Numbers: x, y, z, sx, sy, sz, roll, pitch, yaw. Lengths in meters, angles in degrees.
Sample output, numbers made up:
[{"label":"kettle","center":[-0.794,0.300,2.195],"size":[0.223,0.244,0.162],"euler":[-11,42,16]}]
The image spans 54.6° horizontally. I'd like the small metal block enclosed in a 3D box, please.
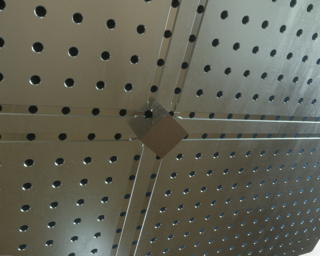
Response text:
[{"label":"small metal block","center":[0.001,0.006,0.415],"size":[0.050,0.025,0.050],"euler":[-44,130,2]}]
